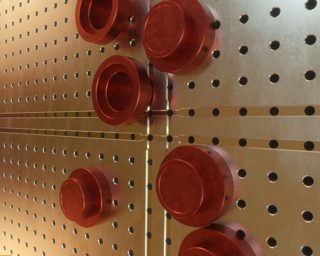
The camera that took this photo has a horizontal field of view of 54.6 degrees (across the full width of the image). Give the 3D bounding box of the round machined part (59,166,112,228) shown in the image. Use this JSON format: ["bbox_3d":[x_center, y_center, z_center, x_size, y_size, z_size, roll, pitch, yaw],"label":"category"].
[{"bbox_3d":[-0.127,0.114,0.505,0.098,0.042,0.097,0,90,40],"label":"round machined part"}]

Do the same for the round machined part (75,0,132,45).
[{"bbox_3d":[-0.081,-0.174,0.467,0.098,0.042,0.097,0,90,40],"label":"round machined part"}]

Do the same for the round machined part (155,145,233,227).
[{"bbox_3d":[0.034,0.069,0.372,0.098,0.042,0.097,0,90,40],"label":"round machined part"}]

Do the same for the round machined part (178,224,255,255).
[{"bbox_3d":[0.058,0.164,0.351,0.098,0.042,0.097,0,90,40],"label":"round machined part"}]

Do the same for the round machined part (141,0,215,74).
[{"bbox_3d":[0.015,-0.119,0.387,0.098,0.042,0.097,0,90,40],"label":"round machined part"}]

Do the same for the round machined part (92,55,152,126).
[{"bbox_3d":[-0.050,-0.051,0.441,0.098,0.042,0.097,0,90,40],"label":"round machined part"}]
